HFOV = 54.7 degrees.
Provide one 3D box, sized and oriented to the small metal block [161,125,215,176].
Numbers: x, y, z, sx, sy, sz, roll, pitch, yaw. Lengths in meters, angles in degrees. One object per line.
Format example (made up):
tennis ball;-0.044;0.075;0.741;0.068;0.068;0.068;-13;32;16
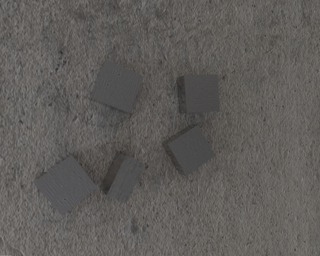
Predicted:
small metal block;0.039;0.029;0.423;0.050;0.025;0.050;-33;101;-17

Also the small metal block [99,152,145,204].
small metal block;-0.047;0.059;0.378;0.025;0.050;0.050;28;81;-18

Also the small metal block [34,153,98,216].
small metal block;-0.112;0.066;0.368;0.050;0.025;0.050;-38;103;-16

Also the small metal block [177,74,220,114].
small metal block;0.053;-0.047;0.428;0.050;0.025;0.050;-5;92;-20

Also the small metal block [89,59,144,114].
small metal block;-0.055;-0.050;0.388;0.050;0.025;0.050;22;83;-19
